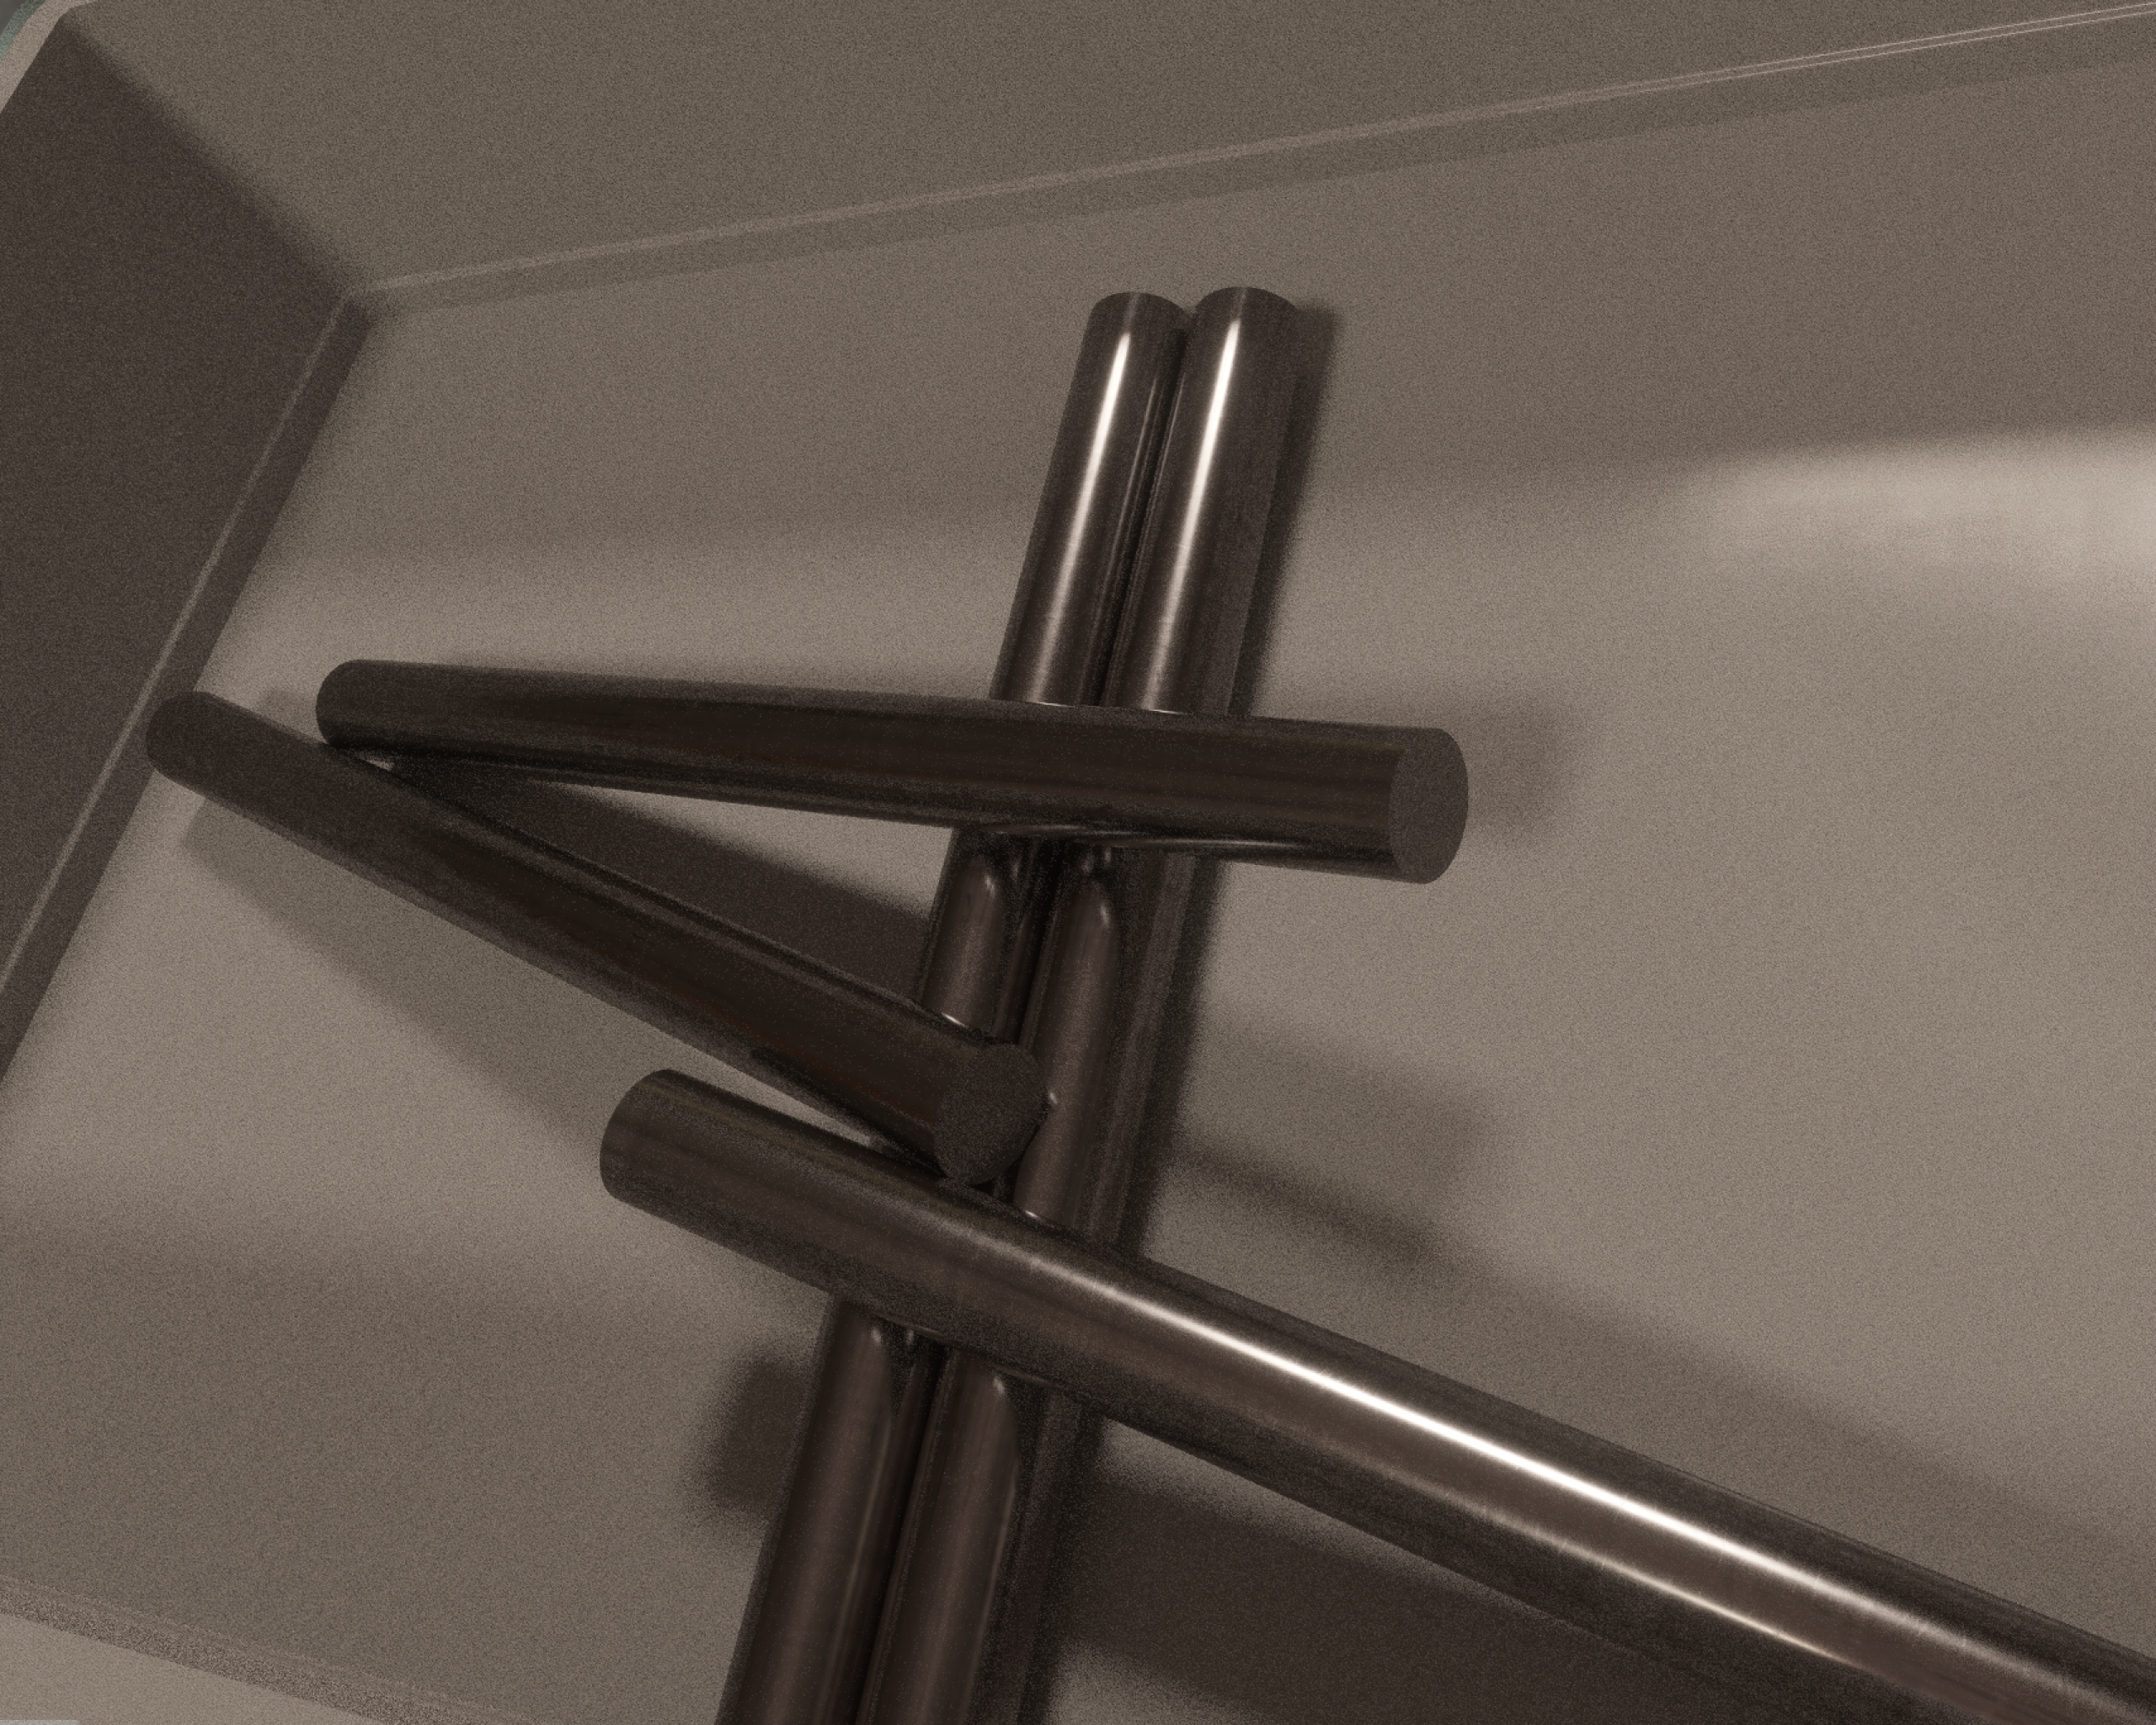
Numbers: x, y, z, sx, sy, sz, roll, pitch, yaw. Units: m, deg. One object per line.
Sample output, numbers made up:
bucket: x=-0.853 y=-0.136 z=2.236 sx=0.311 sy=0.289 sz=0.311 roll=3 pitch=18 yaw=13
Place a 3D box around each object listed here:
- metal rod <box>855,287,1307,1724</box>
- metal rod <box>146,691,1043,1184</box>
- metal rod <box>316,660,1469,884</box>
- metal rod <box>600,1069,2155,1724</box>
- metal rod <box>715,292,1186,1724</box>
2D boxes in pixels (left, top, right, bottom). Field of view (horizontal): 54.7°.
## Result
metal rod: x=0.006 y=0.015 z=0.388 sx=0.025 sy=0.025 sz=0.300 roll=-1 pitch=61 yaw=27
metal rod: x=-0.123 y=0.005 z=0.447 sx=0.300 sy=0.025 sz=0.025 roll=19 pitch=72 yaw=40
metal rod: x=-0.061 y=-0.023 z=0.423 sx=0.300 sy=0.025 sz=0.025 roll=7 pitch=65 yaw=38
metal rod: x=0.051 y=0.087 z=0.301 sx=0.300 sy=0.025 sz=0.025 roll=17 pitch=70 yaw=28
metal rod: x=-0.016 y=0.013 z=0.401 sx=0.025 sy=0.025 sz=0.300 roll=-1 pitch=61 yaw=27
